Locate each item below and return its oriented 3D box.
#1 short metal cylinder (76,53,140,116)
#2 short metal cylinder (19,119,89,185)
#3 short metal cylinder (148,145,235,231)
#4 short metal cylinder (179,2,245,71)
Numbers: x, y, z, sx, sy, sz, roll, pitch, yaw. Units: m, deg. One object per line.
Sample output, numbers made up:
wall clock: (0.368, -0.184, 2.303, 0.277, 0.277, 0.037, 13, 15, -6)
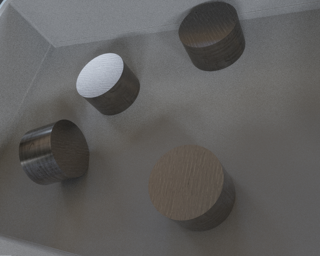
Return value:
short metal cylinder: (-0.078, -0.066, 0.469, 0.080, 0.050, 0.080, -13, 56, 20)
short metal cylinder: (-0.141, 0.033, 0.422, 0.050, 0.080, 0.080, -17, 55, 18)
short metal cylinder: (0.035, 0.064, 0.331, 0.080, 0.050, 0.080, -13, 56, 20)
short metal cylinder: (0.072, -0.126, 0.428, 0.080, 0.050, 0.080, -13, 56, 20)
